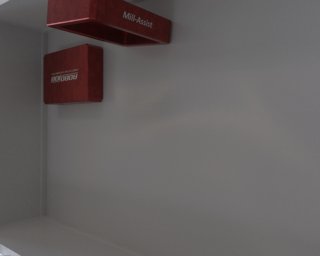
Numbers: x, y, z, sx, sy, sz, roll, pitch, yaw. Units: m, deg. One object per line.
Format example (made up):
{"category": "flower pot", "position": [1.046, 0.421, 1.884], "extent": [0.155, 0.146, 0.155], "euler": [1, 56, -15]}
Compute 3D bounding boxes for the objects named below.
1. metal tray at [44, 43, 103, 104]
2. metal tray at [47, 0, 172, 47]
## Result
{"category": "metal tray", "position": [-0.151, -0.087, 0.528], "extent": [0.130, 0.030, 0.089], "euler": [0, 90, 40]}
{"category": "metal tray", "position": [-0.059, -0.131, 0.388], "extent": [0.090, 0.131, 0.030], "euler": [9, 96, 40]}
